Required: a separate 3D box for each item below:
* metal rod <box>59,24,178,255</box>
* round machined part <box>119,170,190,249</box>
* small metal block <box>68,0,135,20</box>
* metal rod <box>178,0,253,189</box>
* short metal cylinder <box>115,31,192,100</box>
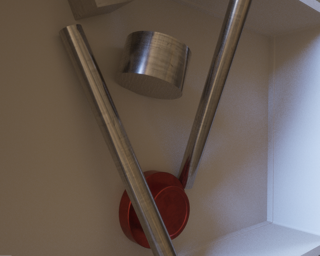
[{"bbox_3d":[-0.039,0.033,0.341,0.025,0.025,0.299,-26,96,-37],"label":"metal rod"},{"bbox_3d":[0.000,0.105,0.398,0.099,0.042,0.097,0,90,-40],"label":"round machined part"},{"bbox_3d":[-0.064,-0.141,0.337,0.050,0.050,0.025,-30,109,-36],"label":"small metal block"},{"bbox_3d":[0.069,-0.055,0.388,0.025,0.025,0.298,-5,118,-40],"label":"metal rod"},{"bbox_3d":[-0.007,-0.071,0.366,0.080,0.080,0.050,22,76,-38],"label":"short metal cylinder"}]
